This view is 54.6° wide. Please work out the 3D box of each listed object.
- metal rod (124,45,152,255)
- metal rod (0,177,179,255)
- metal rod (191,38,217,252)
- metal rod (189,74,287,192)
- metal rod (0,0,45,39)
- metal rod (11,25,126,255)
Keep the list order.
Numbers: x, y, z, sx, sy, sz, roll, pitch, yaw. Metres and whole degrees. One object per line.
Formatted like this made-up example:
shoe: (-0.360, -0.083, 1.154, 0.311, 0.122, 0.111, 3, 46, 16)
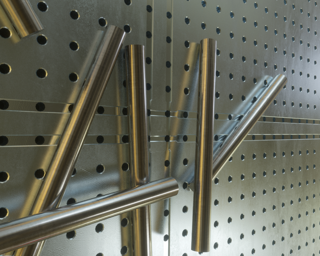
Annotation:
metal rod: (-0.026, 0.049, 0.386, 0.025, 0.025, 0.298, -4, 92, -40)
metal rod: (-0.101, 0.089, 0.290, 0.302, 0.025, 0.025, -8, 95, -39)
metal rod: (0.064, 0.017, 0.441, 0.025, 0.025, 0.299, 13, 76, -39)
metal rod: (0.144, -0.003, 0.527, 0.301, 0.025, 0.025, -45, 117, -30)
metal rod: (-0.184, -0.219, 0.253, 0.025, 0.025, 0.299, -38, 114, -33)
metal rod: (-0.097, 0.025, 0.327, 0.025, 0.025, 0.299, 29, 72, -36)
